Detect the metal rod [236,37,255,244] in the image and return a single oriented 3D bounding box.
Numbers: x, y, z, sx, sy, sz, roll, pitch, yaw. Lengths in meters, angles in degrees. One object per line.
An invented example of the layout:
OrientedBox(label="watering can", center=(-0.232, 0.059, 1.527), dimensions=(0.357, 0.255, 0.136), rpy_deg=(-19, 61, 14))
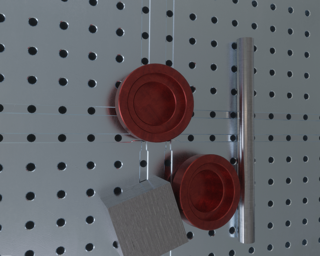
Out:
OrientedBox(label="metal rod", center=(0.127, 0.018, 0.459), dimensions=(0.025, 0.025, 0.298), rpy_deg=(0, 90, -20))

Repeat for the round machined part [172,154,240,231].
OrientedBox(label="round machined part", center=(0.057, 0.084, 0.419), dimensions=(0.099, 0.042, 0.097), rpy_deg=(3, 85, -29))

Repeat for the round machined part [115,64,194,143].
OrientedBox(label="round machined part", center=(-0.010, -0.031, 0.400), dimensions=(0.099, 0.042, 0.097), rpy_deg=(0, 90, -20))

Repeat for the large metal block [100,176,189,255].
OrientedBox(label="large metal block", center=(-0.020, 0.116, 0.392), dimensions=(0.081, 0.050, 0.080), rpy_deg=(-19, 97, -19))
